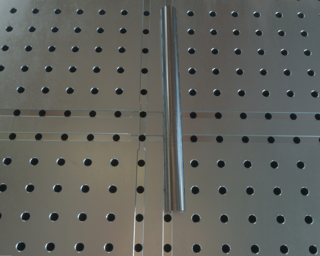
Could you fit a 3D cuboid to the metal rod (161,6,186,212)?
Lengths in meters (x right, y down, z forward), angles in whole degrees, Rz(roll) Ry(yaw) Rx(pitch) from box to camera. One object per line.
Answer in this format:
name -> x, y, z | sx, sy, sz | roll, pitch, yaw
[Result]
metal rod -> 0.016, -0.040, 0.426 | 0.025, 0.025, 0.299 | -1, 70, -1
